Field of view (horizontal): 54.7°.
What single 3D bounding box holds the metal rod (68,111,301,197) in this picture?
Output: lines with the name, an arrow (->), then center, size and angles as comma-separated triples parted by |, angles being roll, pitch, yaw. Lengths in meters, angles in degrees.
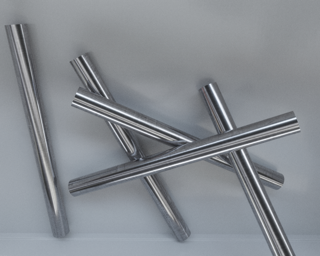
metal rod -> 0.015, 0.038, 0.386 | 0.300, 0.025, 0.025 | -19, 110, 19

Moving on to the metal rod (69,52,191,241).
metal rod -> -0.032, 0.038, 0.424 | 0.025, 0.025, 0.299 | -26, 109, 9

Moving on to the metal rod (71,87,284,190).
metal rod -> 0.034, 0.020, 0.403 | 0.302, 0.025, 0.025 | 23, 108, -15

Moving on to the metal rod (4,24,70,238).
metal rod -> -0.159, 0.018, 0.415 | 0.025, 0.025, 0.298 | -4, 110, 1

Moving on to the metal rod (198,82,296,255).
metal rod -> 0.119, 0.084, 0.380 | 0.025, 0.025, 0.299 | -24, 84, 8
